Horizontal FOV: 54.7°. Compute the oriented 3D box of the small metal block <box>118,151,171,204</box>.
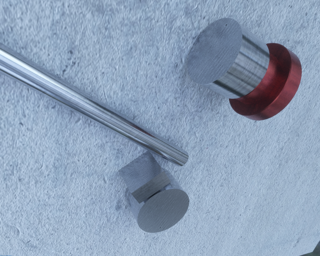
[{"bbox_3d":[-0.021,0.065,0.419,0.050,0.050,0.025,-34,129,-6],"label":"small metal block"}]

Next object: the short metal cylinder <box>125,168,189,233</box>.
[{"bbox_3d":[-0.005,0.105,0.453,0.081,0.050,0.079,-14,124,-21],"label":"short metal cylinder"}]

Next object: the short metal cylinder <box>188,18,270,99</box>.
[{"bbox_3d":[0.079,-0.080,0.365,0.050,0.080,0.080,20,108,-36],"label":"short metal cylinder"}]

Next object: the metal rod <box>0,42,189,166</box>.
[{"bbox_3d":[-0.069,-0.017,0.358,0.301,0.025,0.025,31,101,-38],"label":"metal rod"}]

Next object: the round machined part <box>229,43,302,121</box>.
[{"bbox_3d":[0.120,-0.062,0.388,0.042,0.098,0.097,21,107,-28],"label":"round machined part"}]
